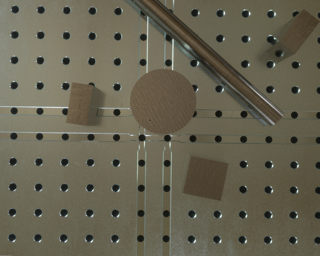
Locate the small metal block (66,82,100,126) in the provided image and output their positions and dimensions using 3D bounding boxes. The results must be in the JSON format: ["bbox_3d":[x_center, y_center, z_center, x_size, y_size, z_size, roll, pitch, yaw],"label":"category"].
[{"bbox_3d":[-0.098,-0.029,0.400,0.025,0.050,0.050,8,90,0],"label":"small metal block"}]

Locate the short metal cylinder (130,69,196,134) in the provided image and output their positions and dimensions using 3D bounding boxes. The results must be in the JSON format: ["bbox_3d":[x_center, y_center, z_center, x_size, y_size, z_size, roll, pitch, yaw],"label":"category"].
[{"bbox_3d":[0.004,-0.032,0.401,0.081,0.050,0.079,0,90,-1],"label":"short metal cylinder"}]

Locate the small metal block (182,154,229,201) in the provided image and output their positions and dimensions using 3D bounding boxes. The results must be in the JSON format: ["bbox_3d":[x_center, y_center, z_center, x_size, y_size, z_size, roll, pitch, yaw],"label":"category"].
[{"bbox_3d":[0.059,0.065,0.414,0.050,0.025,0.050,12,90,-1],"label":"small metal block"}]

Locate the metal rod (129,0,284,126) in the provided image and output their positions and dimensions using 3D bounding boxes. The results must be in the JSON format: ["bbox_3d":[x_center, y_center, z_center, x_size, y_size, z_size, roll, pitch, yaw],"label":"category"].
[{"bbox_3d":[0.045,-0.112,0.413,0.300,0.025,0.025,42,90,-1],"label":"metal rod"}]

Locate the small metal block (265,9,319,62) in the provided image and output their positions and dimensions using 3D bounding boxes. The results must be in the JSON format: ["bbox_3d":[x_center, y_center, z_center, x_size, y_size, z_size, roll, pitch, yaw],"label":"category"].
[{"bbox_3d":[0.171,-0.118,0.403,0.025,0.050,0.050,37,90,-1],"label":"small metal block"}]
